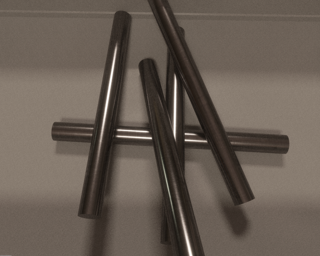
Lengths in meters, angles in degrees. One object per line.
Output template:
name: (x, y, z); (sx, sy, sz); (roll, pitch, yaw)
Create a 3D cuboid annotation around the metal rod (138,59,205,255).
metal rod: (0.005, 0.017, 0.341); (0.025, 0.025, 0.300); (-9, 46, -4)

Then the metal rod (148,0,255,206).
metal rod: (0.046, -0.050, 0.394); (0.025, 0.025, 0.299); (-20, 77, -7)

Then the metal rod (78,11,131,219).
metal rod: (-0.066, -0.037, 0.400); (0.025, 0.025, 0.299); (3, 62, 1)

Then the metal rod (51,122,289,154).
metal rod: (0.013, 0.013, 0.405); (0.302, 0.025, 0.025); (3, 70, 0)

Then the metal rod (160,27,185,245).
metal rod: (0.019, -0.013, 0.389); (0.025, 0.025, 0.299); (2, 61, 0)
